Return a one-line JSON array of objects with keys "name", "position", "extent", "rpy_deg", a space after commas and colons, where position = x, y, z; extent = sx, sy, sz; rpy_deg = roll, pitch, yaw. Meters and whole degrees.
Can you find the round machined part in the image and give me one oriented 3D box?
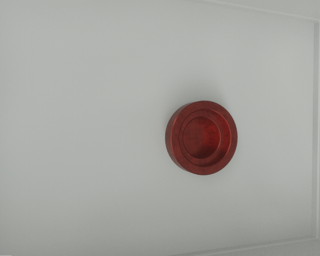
[{"name": "round machined part", "position": [0.052, 0.013, 0.422], "extent": [0.099, 0.042, 0.097], "rpy_deg": [0, 90, -21]}]
